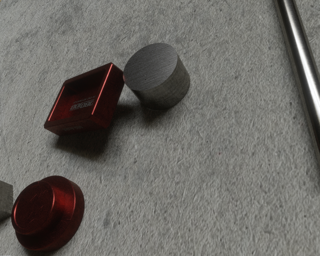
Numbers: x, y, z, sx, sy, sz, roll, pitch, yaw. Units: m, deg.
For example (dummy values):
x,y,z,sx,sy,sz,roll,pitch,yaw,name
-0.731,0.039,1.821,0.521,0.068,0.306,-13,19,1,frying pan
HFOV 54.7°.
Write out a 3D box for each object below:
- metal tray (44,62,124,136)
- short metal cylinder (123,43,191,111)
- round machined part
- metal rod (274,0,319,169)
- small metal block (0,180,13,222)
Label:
x,y,z,sx,sy,sz,roll,pitch,yaw,name
-0.113,-0.039,0.458,0.130,0.030,0.090,-8,57,43,metal tray
-0.004,-0.071,0.432,0.080,0.050,0.080,-13,56,20,short metal cylinder
-0.152,0.108,0.405,0.098,0.042,0.098,-13,56,20,round machined part
0.168,-0.085,0.367,0.025,0.025,0.299,-12,56,21,metal rod
-0.248,0.114,0.461,0.050,0.025,0.050,-29,52,9,small metal block
